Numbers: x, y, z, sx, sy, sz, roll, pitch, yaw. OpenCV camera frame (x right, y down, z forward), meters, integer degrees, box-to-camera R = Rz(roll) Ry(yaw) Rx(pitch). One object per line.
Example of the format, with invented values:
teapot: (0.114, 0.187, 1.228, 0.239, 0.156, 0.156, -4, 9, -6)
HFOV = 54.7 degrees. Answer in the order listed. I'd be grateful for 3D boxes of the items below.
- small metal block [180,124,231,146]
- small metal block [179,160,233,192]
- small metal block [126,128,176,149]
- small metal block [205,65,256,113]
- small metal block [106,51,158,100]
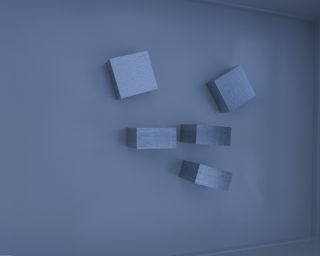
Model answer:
small metal block: (0.061, 0.009, 0.421, 0.050, 0.050, 0.025, 5, 89, -20)
small metal block: (0.061, 0.064, 0.421, 0.050, 0.050, 0.025, 18, 84, -20)
small metal block: (-0.012, 0.012, 0.394, 0.050, 0.050, 0.025, 0, 90, -20)
small metal block: (0.103, -0.056, 0.450, 0.050, 0.025, 0.050, -33, 101, -17)
small metal block: (-0.036, -0.067, 0.398, 0.050, 0.025, 0.050, -18, 96, -20)
